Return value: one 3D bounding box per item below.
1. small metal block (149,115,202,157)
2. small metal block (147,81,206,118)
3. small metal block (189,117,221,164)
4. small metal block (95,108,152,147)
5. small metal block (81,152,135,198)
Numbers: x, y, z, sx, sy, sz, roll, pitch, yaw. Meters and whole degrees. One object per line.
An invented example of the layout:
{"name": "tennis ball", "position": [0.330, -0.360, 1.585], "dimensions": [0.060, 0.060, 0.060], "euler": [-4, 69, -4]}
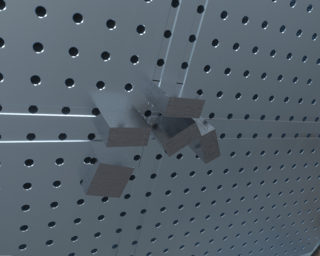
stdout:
{"name": "small metal block", "position": [0.017, 0.003, 0.406], "dimensions": [0.050, 0.050, 0.025], "euler": [-33, 129, -7]}
{"name": "small metal block", "position": [0.019, -0.035, 0.383], "dimensions": [0.050, 0.050, 0.025], "euler": [2, 118, -29]}
{"name": "small metal block", "position": [0.057, 0.014, 0.434], "dimensions": [0.025, 0.050, 0.050], "euler": [-27, 128, -11]}
{"name": "small metal block", "position": [-0.045, -0.002, 0.369], "dimensions": [0.050, 0.050, 0.025], "euler": [0, 118, -28]}
{"name": "small metal block", "position": [-0.070, 0.063, 0.412], "dimensions": [0.050, 0.025, 0.050], "euler": [14, 111, -34]}
